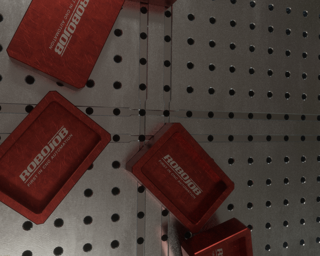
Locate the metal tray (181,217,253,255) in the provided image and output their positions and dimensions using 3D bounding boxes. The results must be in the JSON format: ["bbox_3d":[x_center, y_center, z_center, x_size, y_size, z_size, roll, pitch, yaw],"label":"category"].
[{"bbox_3d":[0.084,0.199,0.426,0.091,0.030,0.129,-18,110,-20],"label":"metal tray"}]

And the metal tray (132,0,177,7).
[{"bbox_3d":[-0.017,-0.234,0.403,0.091,0.030,0.129,2,89,-21],"label":"metal tray"}]

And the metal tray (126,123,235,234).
[{"bbox_3d":[0.030,0.067,0.422,0.090,0.030,0.130,-46,105,-14],"label":"metal tray"}]

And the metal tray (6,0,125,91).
[{"bbox_3d":[-0.109,-0.121,0.370,0.090,0.030,0.130,25,81,-19],"label":"metal tray"}]

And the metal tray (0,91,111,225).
[{"bbox_3d":[-0.132,0.033,0.361,0.090,0.030,0.130,41,77,-16],"label":"metal tray"}]
